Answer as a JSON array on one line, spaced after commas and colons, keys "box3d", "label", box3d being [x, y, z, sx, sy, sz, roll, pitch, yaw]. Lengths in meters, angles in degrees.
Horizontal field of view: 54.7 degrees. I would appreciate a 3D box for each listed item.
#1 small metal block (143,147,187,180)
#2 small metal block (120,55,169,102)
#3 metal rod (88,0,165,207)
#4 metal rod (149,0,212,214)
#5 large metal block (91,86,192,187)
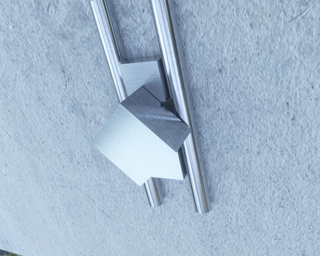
[{"box3d": [0.010, 0.042, 0.427, 0.050, 0.025, 0.050, 1, 119, 27], "label": "small metal block"}, {"box3d": [-0.015, -0.059, 0.377, 0.050, 0.025, 0.050, 1, 119, 27], "label": "small metal block"}, {"box3d": [-0.037, -0.016, 0.417, 0.025, 0.025, 0.298, 0, 119, 27], "label": "metal rod"}, {"box3d": [0.030, -0.015, 0.382, 0.025, 0.025, 0.298, 0, 119, 27], "label": "metal rod"}, {"box3d": [-0.023, 0.011, 0.375, 0.080, 0.050, 0.080, 42, 129, -1], "label": "large metal block"}]
